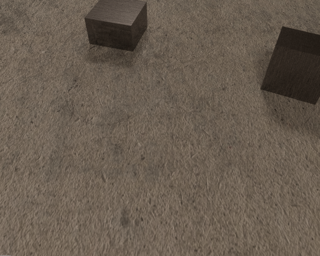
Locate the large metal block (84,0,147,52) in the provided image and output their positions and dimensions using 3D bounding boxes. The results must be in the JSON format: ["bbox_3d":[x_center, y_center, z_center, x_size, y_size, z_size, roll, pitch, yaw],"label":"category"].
[{"bbox_3d":[-0.073,-0.184,0.541,0.080,0.050,0.080,13,51,10],"label":"large metal block"}]

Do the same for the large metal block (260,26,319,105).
[{"bbox_3d":[0.200,-0.089,0.445,0.080,0.080,0.050,19,53,15],"label":"large metal block"}]
